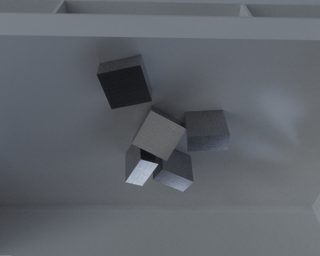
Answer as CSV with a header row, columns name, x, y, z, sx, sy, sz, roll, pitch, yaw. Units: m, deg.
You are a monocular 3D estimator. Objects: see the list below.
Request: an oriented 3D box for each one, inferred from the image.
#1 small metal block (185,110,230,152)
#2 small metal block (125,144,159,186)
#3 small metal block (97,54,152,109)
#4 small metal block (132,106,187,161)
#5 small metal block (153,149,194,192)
name,x,y,z,sx,sy,sz,roll,pitch,yaw
small metal block,0.059,0.003,0.396,0.050,0.050,0.025,-3,130,2
small metal block,-0.026,0.043,0.428,0.025,0.050,0.050,18,128,-21
small metal block,-0.040,-0.053,0.363,0.050,0.025,0.050,-11,130,8
small metal block,-0.001,0.007,0.399,0.050,0.025,0.050,28,105,-10
small metal block,0.018,0.056,0.441,0.050,0.050,0.025,25,125,-21
